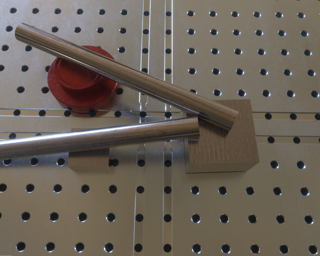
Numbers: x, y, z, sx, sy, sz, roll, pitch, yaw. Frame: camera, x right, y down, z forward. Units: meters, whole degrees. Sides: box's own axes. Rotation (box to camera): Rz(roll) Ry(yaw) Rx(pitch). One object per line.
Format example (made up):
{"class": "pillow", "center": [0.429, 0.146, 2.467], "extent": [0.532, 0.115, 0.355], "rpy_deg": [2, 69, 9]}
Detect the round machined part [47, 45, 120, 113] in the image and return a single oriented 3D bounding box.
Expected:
{"class": "round machined part", "center": [-0.106, -0.074, 0.428], "extent": [0.099, 0.042, 0.098], "rpy_deg": [0, 70, -1]}

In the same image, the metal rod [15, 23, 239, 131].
{"class": "metal rod", "center": [-0.049, -0.068, 0.385], "extent": [0.301, 0.025, 0.025], "rpy_deg": [24, 72, 11]}

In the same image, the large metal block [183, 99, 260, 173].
{"class": "large metal block", "center": [0.073, 0.011, 0.392], "extent": [0.081, 0.050, 0.080], "rpy_deg": [-2, 70, -1]}

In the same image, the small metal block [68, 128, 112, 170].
{"class": "small metal block", "center": [-0.089, 0.028, 0.401], "extent": [0.050, 0.025, 0.050], "rpy_deg": [0, 70, -1]}

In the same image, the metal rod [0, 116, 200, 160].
{"class": "metal rod", "center": [-0.104, 0.016, 0.375], "extent": [0.301, 0.025, 0.025], "rpy_deg": [-7, 70, 8]}
